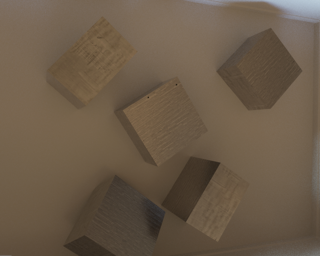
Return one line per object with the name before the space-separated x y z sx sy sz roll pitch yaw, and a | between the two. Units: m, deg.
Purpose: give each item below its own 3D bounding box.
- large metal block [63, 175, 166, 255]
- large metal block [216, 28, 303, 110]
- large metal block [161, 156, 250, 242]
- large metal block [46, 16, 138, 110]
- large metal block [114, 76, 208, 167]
large metal block | -0.049 0.116 0.360 0.080 0.050 0.080 40 41 -16
large metal block | 0.145 -0.083 0.452 0.080 0.050 0.080 -47 105 -14
large metal block | 0.056 0.088 0.404 0.050 0.080 0.080 36 78 -17
large metal block | -0.080 -0.069 0.352 0.050 0.080 0.080 44 76 -15
large metal block | 0.001 -0.009 0.399 0.080 0.050 0.080 -34 102 -17
